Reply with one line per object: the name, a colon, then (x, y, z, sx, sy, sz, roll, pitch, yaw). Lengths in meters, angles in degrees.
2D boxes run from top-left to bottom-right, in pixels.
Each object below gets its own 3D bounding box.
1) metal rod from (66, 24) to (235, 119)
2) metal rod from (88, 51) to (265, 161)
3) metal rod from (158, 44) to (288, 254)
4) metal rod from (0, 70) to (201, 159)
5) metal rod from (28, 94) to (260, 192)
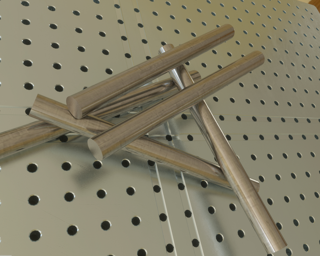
metal rod: (0.011, -0.087, 0.403, 0.302, 0.025, 0.025, -35, 82, -38)
metal rod: (0.043, -0.043, 0.391, 0.302, 0.025, 0.025, -31, 79, -34)
metal rod: (0.071, 0.012, 0.403, 0.025, 0.025, 0.299, -13, 66, -34)
metal rod: (-0.055, -0.029, 0.397, 0.302, 0.025, 0.025, -24, 75, -37)
metal rod: (0.000, 0.030, 0.372, 0.302, 0.025, 0.025, 23, 53, -22)
